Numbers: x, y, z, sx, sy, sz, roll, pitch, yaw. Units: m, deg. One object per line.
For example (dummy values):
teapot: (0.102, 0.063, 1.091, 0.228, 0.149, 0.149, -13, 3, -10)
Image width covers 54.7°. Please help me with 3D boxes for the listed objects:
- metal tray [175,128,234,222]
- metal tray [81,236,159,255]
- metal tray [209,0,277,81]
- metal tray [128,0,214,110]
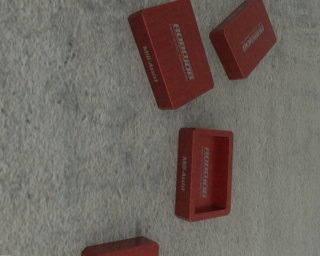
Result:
metal tray: (0.068, 0.066, 0.460, 0.091, 0.030, 0.129, 5, 87, -40)
metal tray: (-0.048, 0.202, 0.363, 0.091, 0.030, 0.129, 6, 86, -40)
metal tray: (0.145, -0.153, 0.526, 0.131, 0.030, 0.090, -47, 118, -30)
metal tray: (0.020, -0.100, 0.420, 0.091, 0.030, 0.129, -31, 110, -36)
